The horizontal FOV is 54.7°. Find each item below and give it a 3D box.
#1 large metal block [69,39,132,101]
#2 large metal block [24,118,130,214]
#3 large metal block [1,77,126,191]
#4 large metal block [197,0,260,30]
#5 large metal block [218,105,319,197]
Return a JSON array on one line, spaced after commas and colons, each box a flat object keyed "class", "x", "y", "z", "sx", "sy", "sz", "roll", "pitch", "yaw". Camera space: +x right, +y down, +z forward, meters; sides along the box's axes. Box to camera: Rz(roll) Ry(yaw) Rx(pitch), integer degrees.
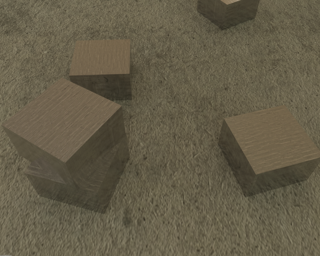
[{"class": "large metal block", "x": -0.083, "y": -0.086, "z": 0.459, "sx": 0.081, "sy": 0.050, "sz": 0.080, "roll": -2, "pitch": 50, "yaw": -2}, {"class": "large metal block", "x": -0.088, "y": 0.041, "z": 0.352, "sx": 0.080, "sy": 0.050, "sz": 0.080, "roll": 13, "pitch": 51, "yaw": 10}, {"class": "large metal block", "x": -0.094, "y": 0.003, "z": 0.318, "sx": 0.080, "sy": 0.050, "sz": 0.080, "roll": 26, "pitch": 55, "yaw": 20}, {"class": "large metal block", "x": 0.129, "y": -0.239, "z": 0.588, "sx": 0.081, "sy": 0.050, "sz": 0.080, "roll": -25, "pitch": 55, "yaw": -20}, {"class": "large metal block", "x": 0.125, "y": 0.025, "z": 0.366, "sx": 0.081, "sy": 0.050, "sz": 0.080, "roll": -13, "pitch": 51, "yaw": -11}]
